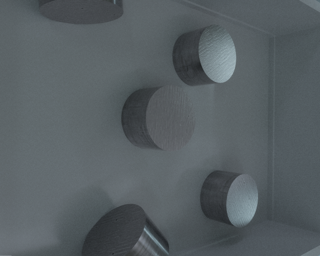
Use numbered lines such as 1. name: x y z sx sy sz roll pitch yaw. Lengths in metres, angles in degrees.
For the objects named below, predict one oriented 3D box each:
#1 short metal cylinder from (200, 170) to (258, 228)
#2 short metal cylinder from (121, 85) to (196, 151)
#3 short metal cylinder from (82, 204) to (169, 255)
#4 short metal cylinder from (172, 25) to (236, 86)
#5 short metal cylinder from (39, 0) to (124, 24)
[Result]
1. short metal cylinder: 0.109 0.109 0.485 0.081 0.050 0.079 0 90 -40
2. short metal cylinder: -0.001 -0.012 0.391 0.081 0.050 0.079 0 90 -40
3. short metal cylinder: -0.037 0.132 0.341 0.080 0.080 0.050 -48 119 -29
4. short metal cylinder: 0.065 -0.103 0.447 0.081 0.050 0.079 0 90 -40
5. short metal cylinder: -0.078 -0.139 0.306 0.081 0.080 0.050 -6 94 -40
